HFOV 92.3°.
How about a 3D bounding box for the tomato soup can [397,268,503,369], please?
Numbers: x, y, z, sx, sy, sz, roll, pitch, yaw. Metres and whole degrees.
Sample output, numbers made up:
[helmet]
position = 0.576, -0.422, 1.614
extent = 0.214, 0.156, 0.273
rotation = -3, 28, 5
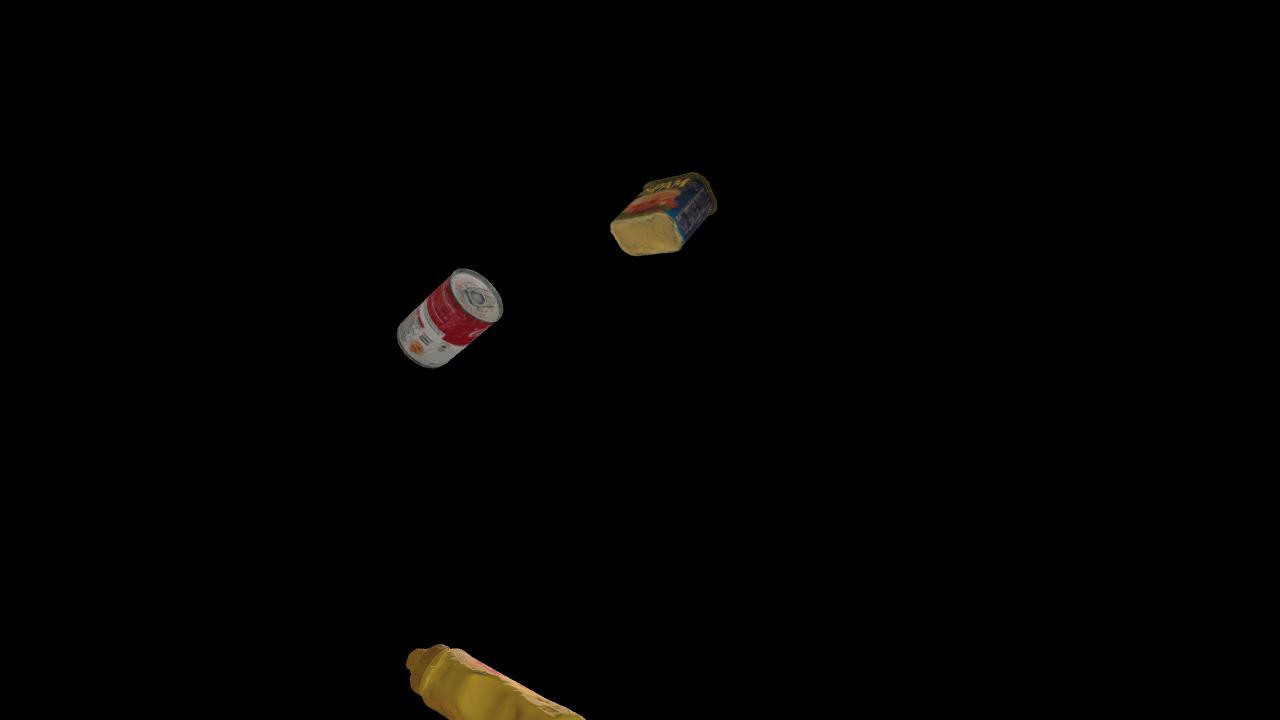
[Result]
[tomato soup can]
position = -0.206, -0.042, 0.663
extent = 0.101, 0.068, 0.068
rotation = -34, -17, 27

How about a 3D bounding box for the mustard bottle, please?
[mustard bottle]
position = -0.130, 0.284, 0.510
extent = 0.184, 0.054, 0.092
rotation = 10, -32, 32

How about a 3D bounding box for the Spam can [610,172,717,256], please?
[Spam can]
position = 0.027, -0.170, 0.728
extent = 0.101, 0.058, 0.085
rotation = 2, 44, 44
